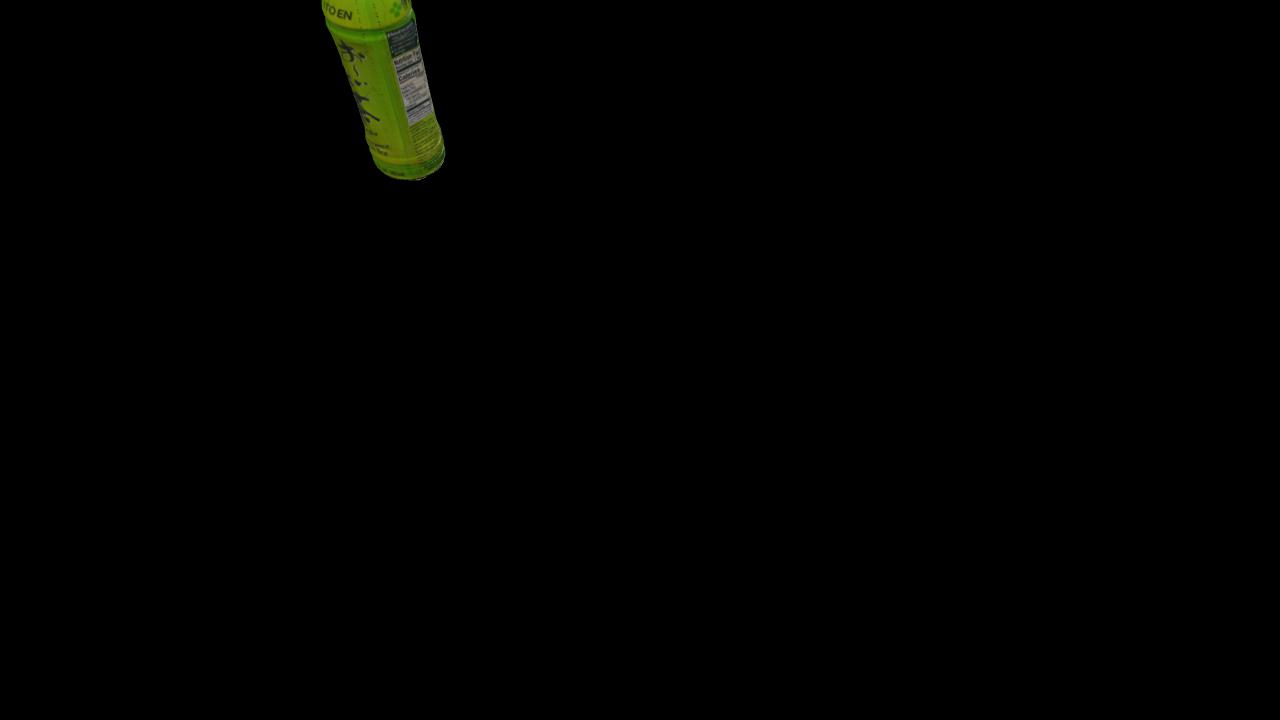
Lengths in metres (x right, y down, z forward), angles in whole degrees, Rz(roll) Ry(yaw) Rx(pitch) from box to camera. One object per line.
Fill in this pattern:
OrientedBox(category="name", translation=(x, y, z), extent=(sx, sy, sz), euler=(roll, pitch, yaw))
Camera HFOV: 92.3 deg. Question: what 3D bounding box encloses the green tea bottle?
OrientedBox(category="green tea bottle", translation=(-0.216, -0.254, 0.519), extent=(0.073, 0.073, 0.212), euler=(0, -33, -8))
